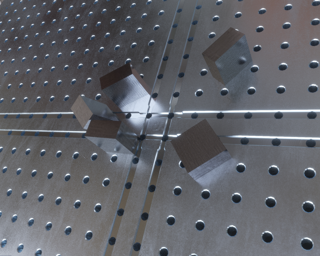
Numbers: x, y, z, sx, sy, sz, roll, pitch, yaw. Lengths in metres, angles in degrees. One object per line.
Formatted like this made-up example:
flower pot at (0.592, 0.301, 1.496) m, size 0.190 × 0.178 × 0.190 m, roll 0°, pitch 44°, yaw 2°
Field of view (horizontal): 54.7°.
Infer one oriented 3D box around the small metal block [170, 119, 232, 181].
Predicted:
small metal block at (0.048, 0.025, 0.367) m, size 0.050 × 0.025 × 0.050 m, roll -33°, pitch 52°, yaw 6°

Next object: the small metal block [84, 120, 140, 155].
small metal block at (-0.063, 0.013, 0.416) m, size 0.050 × 0.050 × 0.025 m, roll 3°, pitch 64°, yaw 29°

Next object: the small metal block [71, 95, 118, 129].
small metal block at (-0.093, -0.018, 0.446) m, size 0.025 × 0.050 × 0.050 m, roll -54°, pitch 50°, yaw 14°

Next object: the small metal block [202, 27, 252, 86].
small metal block at (0.088, -0.092, 0.402) m, size 0.050 × 0.050 × 0.025 m, roll -43°, pitch 51°, yaw -2°

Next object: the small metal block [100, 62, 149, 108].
small metal block at (-0.052, -0.062, 0.456) m, size 0.050 × 0.050 × 0.025 m, roll -25°, pitch 53°, yaw 12°
